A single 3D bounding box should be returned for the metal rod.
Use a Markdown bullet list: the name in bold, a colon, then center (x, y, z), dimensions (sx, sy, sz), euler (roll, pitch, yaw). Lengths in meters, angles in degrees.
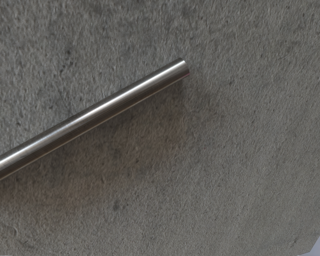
- **metal rod**: center (-0.099, 0.000, 0.353), dimensions (0.301, 0.025, 0.025), euler (-30, 129, -9)
